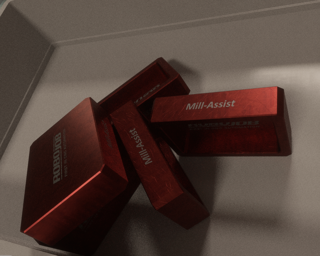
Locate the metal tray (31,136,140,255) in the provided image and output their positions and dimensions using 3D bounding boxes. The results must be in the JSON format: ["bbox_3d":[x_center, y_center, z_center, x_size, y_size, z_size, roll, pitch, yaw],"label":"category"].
[{"bbox_3d":[-0.076,0.075,0.355,0.030,0.090,0.130,24,75,37],"label":"metal tray"}]

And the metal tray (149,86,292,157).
[{"bbox_3d":[0.066,-0.001,0.329,0.130,0.090,0.030,-3,61,26],"label":"metal tray"}]

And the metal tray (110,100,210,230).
[{"bbox_3d":[-0.001,0.039,0.339,0.030,0.090,0.130,-35,52,5],"label":"metal tray"}]

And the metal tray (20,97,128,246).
[{"bbox_3d":[-0.085,0.033,0.299,0.090,0.030,0.130,-38,35,7],"label":"metal tray"}]

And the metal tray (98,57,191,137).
[{"bbox_3d":[-0.032,-0.036,0.420,0.130,0.030,0.090,-36,31,4],"label":"metal tray"}]
